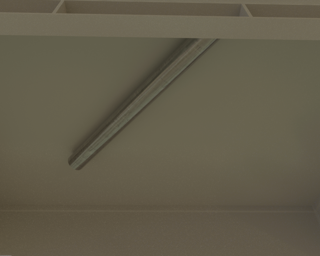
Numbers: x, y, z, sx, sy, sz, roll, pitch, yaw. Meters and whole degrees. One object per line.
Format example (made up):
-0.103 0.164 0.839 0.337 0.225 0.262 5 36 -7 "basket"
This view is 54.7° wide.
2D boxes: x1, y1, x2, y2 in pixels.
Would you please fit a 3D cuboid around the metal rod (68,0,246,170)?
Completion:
-0.023 -0.035 0.378 0.025 0.025 0.299 34 122 -26 "metal rod"
